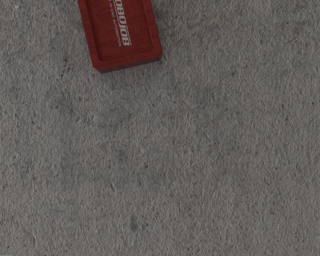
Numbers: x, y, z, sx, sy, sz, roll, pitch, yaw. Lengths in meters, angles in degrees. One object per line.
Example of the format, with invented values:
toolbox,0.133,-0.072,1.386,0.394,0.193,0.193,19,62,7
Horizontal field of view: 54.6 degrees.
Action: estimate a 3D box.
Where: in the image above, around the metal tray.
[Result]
metal tray,-0.054,-0.145,0.406,0.090,0.030,0.129,-13,90,0
